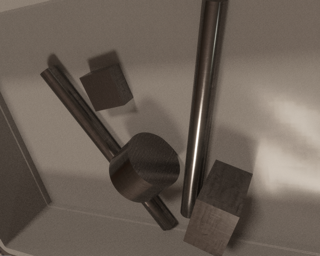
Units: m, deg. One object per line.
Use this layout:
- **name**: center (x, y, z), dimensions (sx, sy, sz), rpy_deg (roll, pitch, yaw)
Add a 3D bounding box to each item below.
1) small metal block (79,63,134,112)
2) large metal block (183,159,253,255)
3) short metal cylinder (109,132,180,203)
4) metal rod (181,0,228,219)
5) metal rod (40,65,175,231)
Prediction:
- **small metal block**: center (-0.071, -0.053, 0.411), dimensions (0.050, 0.025, 0.050), rpy_deg (-9, 114, 32)
- **large metal block**: center (0.074, 0.101, 0.396), dimensions (0.050, 0.080, 0.079), rpy_deg (21, 126, 15)
- **short metal cylinder**: center (-0.020, 0.053, 0.415), dimensions (0.080, 0.080, 0.050), rpy_deg (44, 129, -3)
- **metal rod**: center (0.048, 0.000, 0.382), dimensions (0.025, 0.025, 0.298), rpy_deg (15, 125, 19)
- **metal rod**: center (-0.073, 0.036, 0.467), dimensions (0.025, 0.025, 0.299), rpy_deg (-28, 104, 37)
